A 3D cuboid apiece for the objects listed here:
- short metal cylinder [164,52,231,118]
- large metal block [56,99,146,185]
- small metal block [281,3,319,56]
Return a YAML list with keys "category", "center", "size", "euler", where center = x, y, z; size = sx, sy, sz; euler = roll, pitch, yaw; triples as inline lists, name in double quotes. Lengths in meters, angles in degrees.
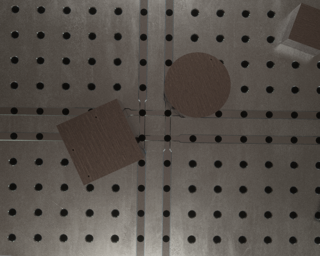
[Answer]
- category: "short metal cylinder"
  center: [0.046, -0.053, 0.402]
  size: [0.081, 0.050, 0.079]
  euler: [0, 90, -1]
- category: "large metal block"
  center: [-0.072, 0.017, 0.400]
  size: [0.080, 0.050, 0.080]
  euler: [-25, 90, -1]
- category: "small metal block"
  center: [0.199, -0.131, 0.416]
  size: [0.050, 0.025, 0.050]
  euler: [20, 90, -1]
